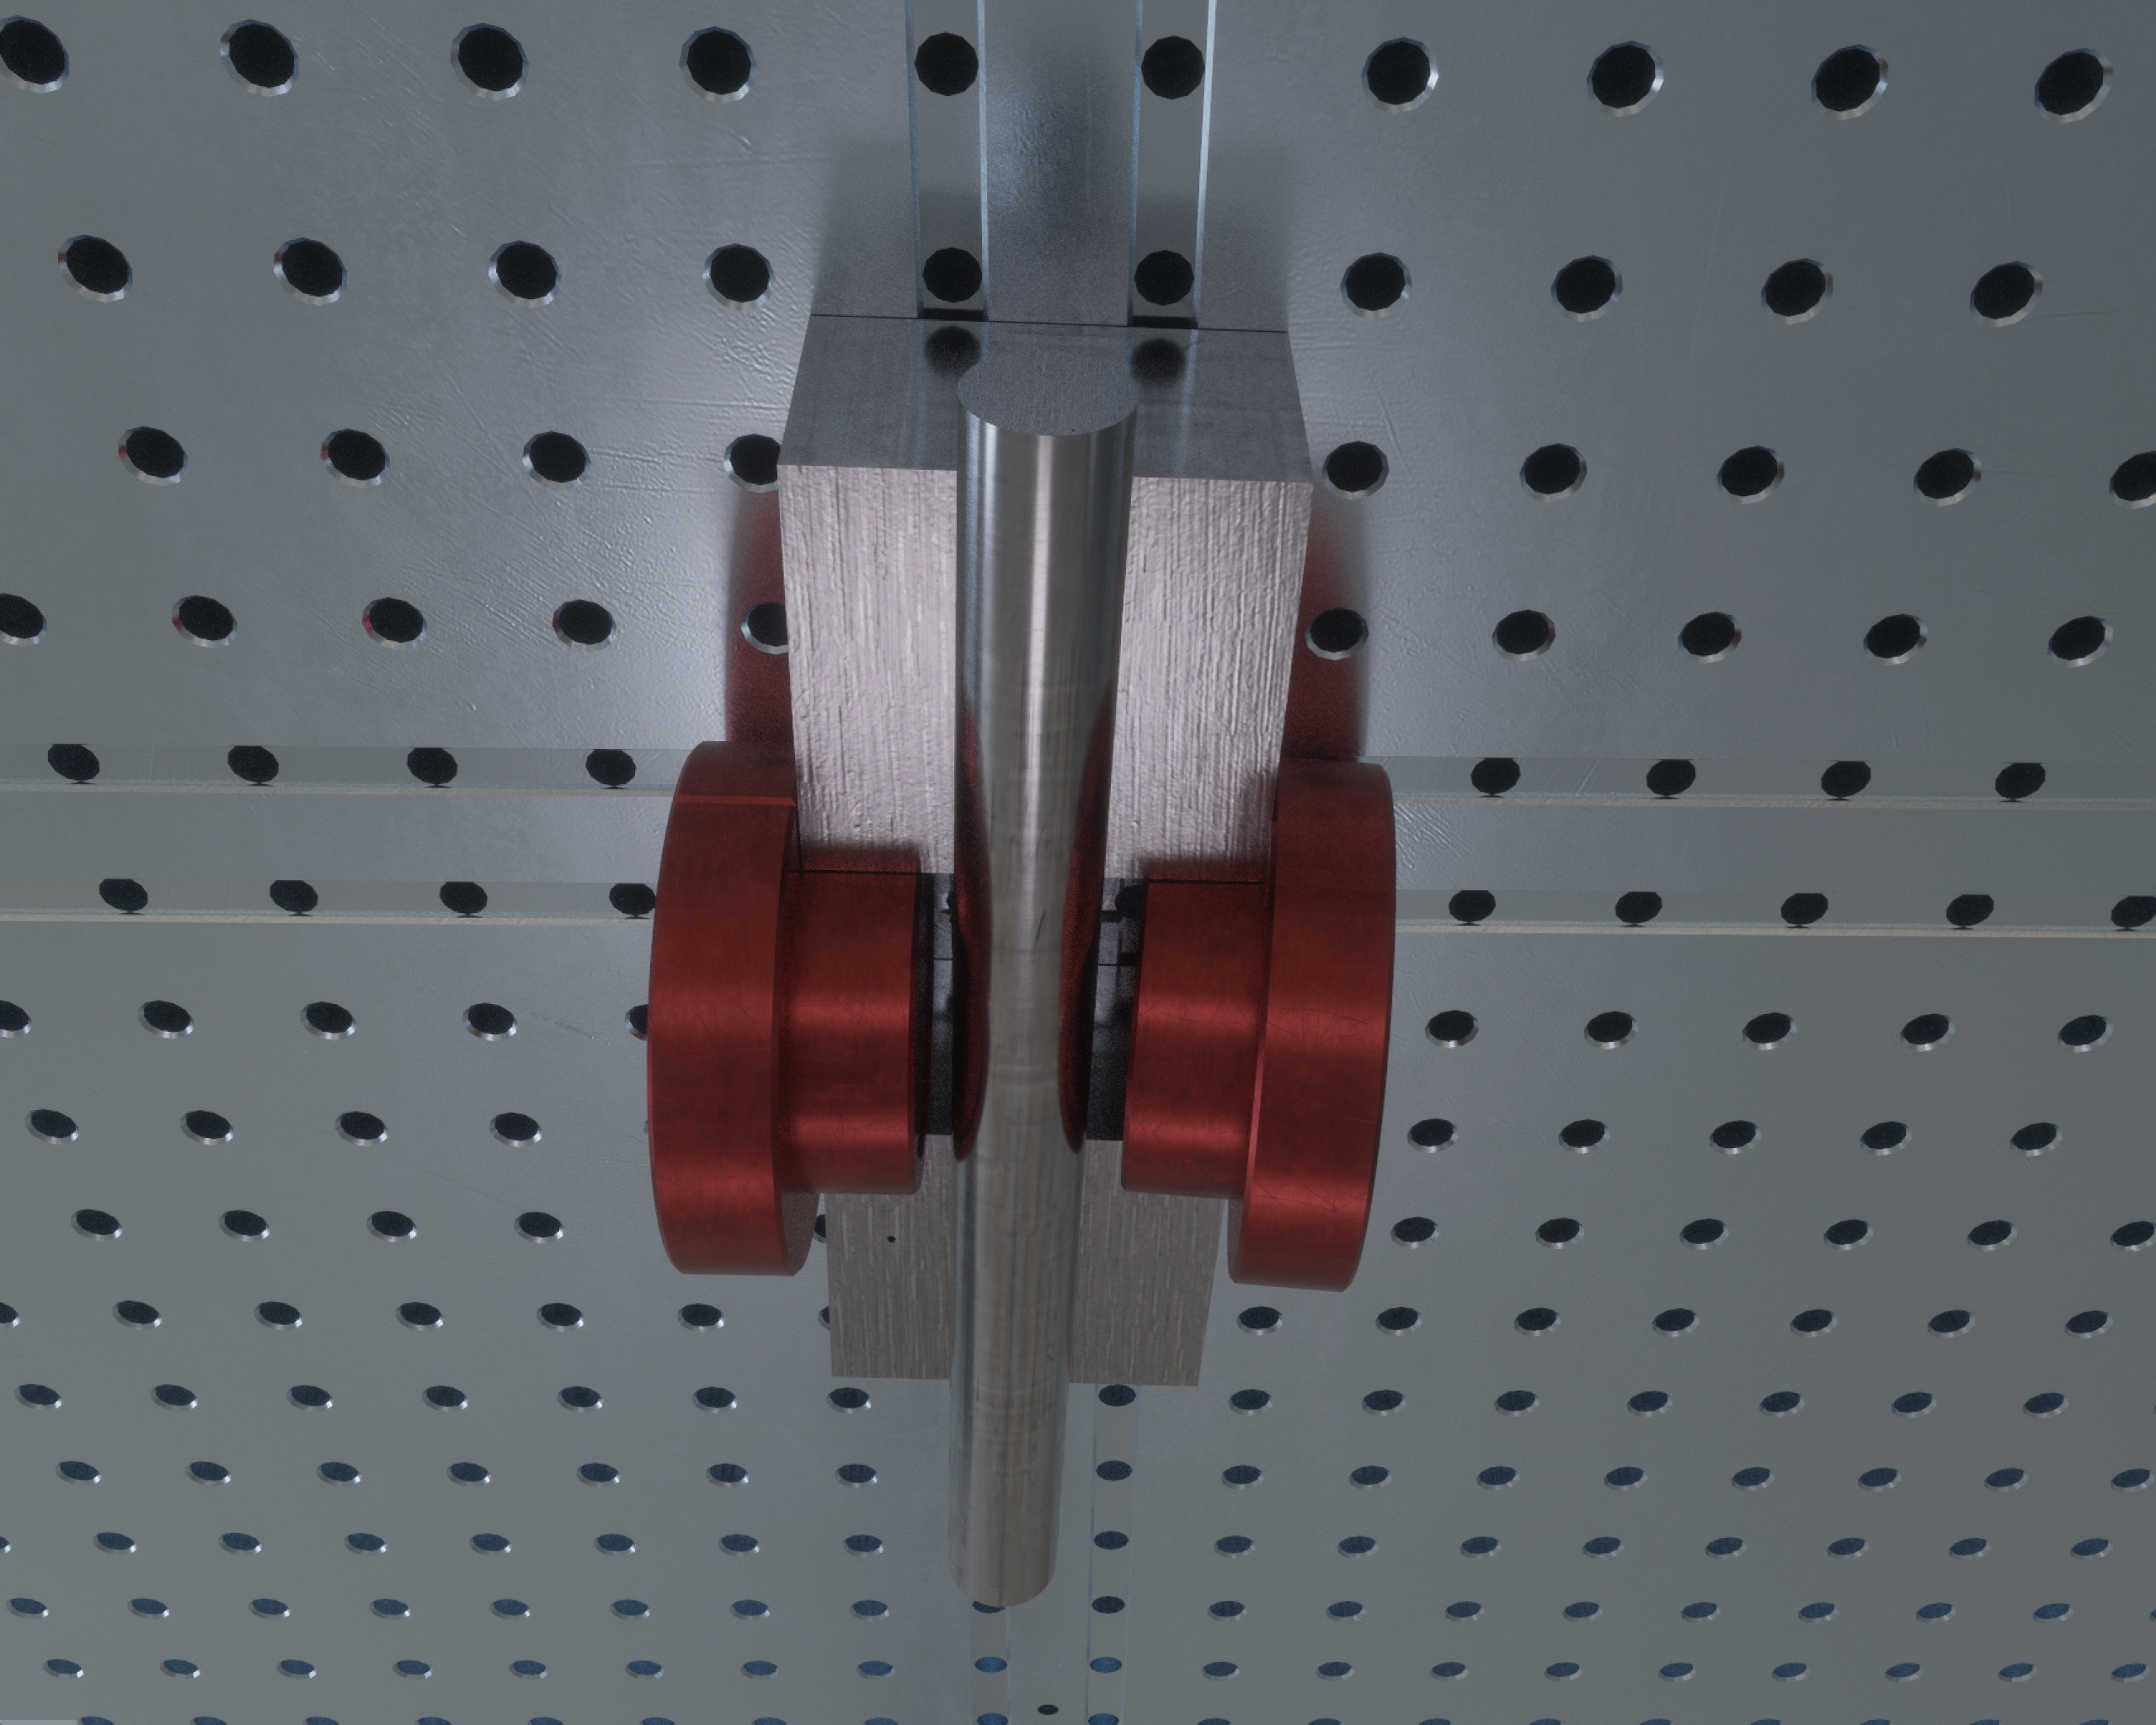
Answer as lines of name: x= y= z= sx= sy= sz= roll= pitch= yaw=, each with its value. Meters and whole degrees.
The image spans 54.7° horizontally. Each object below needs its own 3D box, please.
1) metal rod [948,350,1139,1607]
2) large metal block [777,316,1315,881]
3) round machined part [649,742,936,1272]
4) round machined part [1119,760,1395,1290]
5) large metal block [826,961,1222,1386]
metal rod: x=-0.011 y=0.048 z=0.386 sx=0.025 sy=0.025 sz=0.298 roll=2 pitch=130 yaw=-2
large metal block: x=-0.006 y=-0.044 z=0.357 sx=0.081 sy=0.050 sz=0.079 roll=2 pitch=130 yaw=-2
round machined part: x=-0.049 y=0.027 z=0.385 sx=0.042 sy=0.098 sz=0.097 roll=2 pitch=130 yaw=-1
round machined part: x=0.031 y=0.029 z=0.388 sx=0.042 sy=0.098 sz=0.097 roll=4 pitch=130 yaw=2
large metal block: x=-0.012 y=0.068 z=0.452 sx=0.081 sy=0.050 sz=0.079 roll=2 pitch=130 yaw=-2
